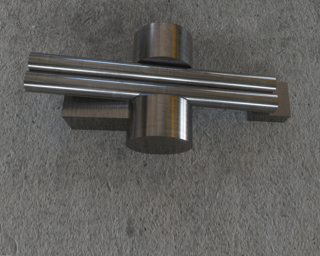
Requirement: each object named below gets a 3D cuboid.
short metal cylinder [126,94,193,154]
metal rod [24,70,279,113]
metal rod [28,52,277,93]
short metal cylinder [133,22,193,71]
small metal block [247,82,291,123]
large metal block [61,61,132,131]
[{"bbox_3d":[0.000,-0.002,0.381,0.080,0.080,0.050,1,70,0],"label":"short metal cylinder"},{"bbox_3d":[-0.004,-0.043,0.377,0.302,0.025,0.025,4,70,-7],"label":"metal rod"},{"bbox_3d":[-0.003,-0.066,0.386,0.302,0.025,0.025,4,70,-7],"label":"metal rod"},{"bbox_3d":[0.004,-0.095,0.415,0.080,0.080,0.050,1,70,0],"label":"short metal cylinder"},{"bbox_3d":[0.147,-0.036,0.424,0.050,0.025,0.050,3,70,1],"label":"small metal block"},{"bbox_3d":[-0.078,-0.042,0.411,0.080,0.050,0.080,2,70,0],"label":"large metal block"}]
